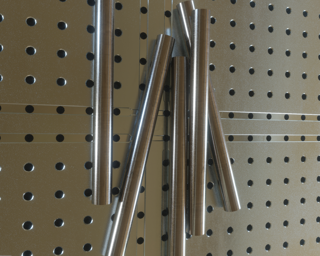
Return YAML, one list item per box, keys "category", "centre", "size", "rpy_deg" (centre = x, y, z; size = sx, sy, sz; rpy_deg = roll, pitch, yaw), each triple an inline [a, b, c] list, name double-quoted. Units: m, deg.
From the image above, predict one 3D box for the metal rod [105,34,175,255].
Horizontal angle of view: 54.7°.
- category: "metal rod"
  centre: [-0.025, 0.024, 0.404]
  size: [0.025, 0.025, 0.298]
  rpy_deg: [15, 85, -20]

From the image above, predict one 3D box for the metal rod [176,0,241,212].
- category: "metal rod"
  centre: [0.070, -0.027, 0.439]
  size: [0.025, 0.025, 0.298]
  rpy_deg: [-16, 96, -20]

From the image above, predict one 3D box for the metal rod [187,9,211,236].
- category: "metal rod"
  centre: [0.052, -0.003, 0.417]
  size: [0.025, 0.025, 0.298]
  rpy_deg: [-2, 97, -20]

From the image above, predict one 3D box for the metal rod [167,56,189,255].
- category: "metal rod"
  centre: [0.025, 0.054, 0.423]
  size: [0.025, 0.025, 0.298]
  rpy_deg: [1, 90, -20]

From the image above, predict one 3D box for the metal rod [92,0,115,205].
- category: "metal rod"
  centre: [-0.070, -0.056, 0.387]
  size: [0.025, 0.025, 0.298]
  rpy_deg: [1, 90, -20]
